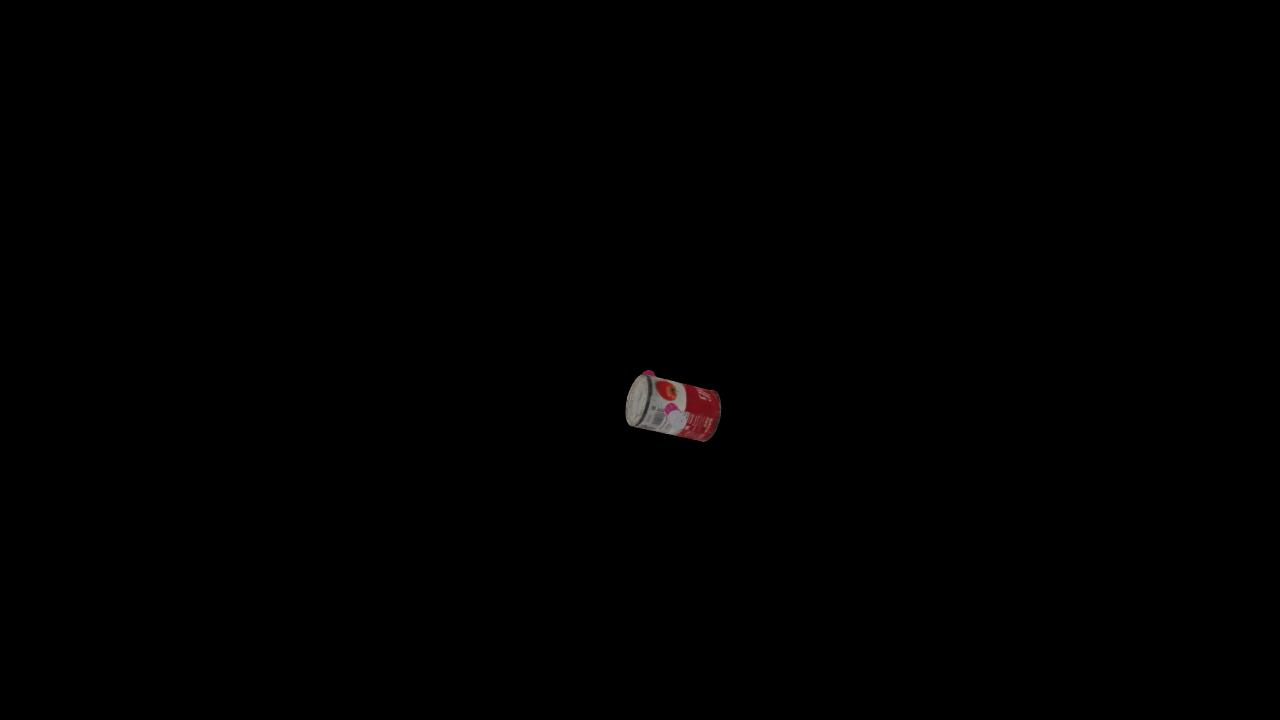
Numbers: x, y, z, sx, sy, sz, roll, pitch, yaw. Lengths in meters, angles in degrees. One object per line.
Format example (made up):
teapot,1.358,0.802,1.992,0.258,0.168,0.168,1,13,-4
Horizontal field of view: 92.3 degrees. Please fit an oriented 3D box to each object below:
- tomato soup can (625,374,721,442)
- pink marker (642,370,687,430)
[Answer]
tomato soup can,0.040,0.060,0.762,0.101,0.068,0.068,14,-5,-21
pink marker,0.027,0.046,0.754,0.020,0.020,0.121,0,26,-20
